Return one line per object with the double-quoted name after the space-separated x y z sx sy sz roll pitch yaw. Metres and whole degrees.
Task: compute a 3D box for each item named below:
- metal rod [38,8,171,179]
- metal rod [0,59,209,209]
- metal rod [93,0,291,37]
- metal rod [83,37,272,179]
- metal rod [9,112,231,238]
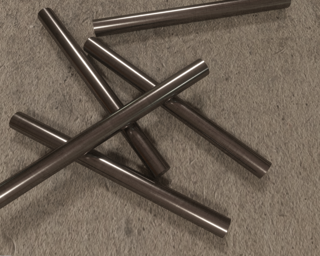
-0.085 -0.058 0.428 0.025 0.025 0.300 -34 74 -12 "metal rod"
-0.065 0.001 0.379 0.301 0.025 0.025 -34 74 -12 "metal rod"
0.051 -0.175 0.472 0.302 0.025 0.025 -10 71 -4 "metal rod"
0.015 -0.034 0.420 0.300 0.025 0.025 37 74 12 "metal rod"
-0.056 0.054 0.387 0.301 0.025 0.025 26 72 8 "metal rod"
